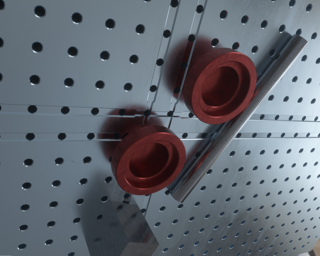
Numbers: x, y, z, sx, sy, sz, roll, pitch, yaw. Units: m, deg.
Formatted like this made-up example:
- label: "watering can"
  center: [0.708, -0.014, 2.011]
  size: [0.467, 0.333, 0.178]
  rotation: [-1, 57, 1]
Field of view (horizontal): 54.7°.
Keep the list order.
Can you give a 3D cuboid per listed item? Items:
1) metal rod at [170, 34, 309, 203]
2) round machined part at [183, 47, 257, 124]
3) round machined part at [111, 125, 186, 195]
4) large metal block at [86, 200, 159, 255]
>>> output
- label: "metal rod"
  center: [0.114, -0.008, 0.468]
  size: [0.025, 0.025, 0.299]
  rotation: [29, 103, -38]
- label: "round machined part"
  center: [0.073, -0.057, 0.405]
  size: [0.099, 0.042, 0.097]
  rotation: [-14, 124, -21]
- label: "round machined part"
  center: [-0.018, 0.038, 0.414]
  size: [0.099, 0.042, 0.097]
  rotation: [-14, 124, -21]
- label: "large metal block"
  center: [-0.057, 0.165, 0.447]
  size: [0.050, 0.080, 0.080]
  rotation: [21, 107, -36]
